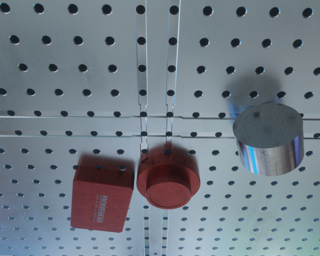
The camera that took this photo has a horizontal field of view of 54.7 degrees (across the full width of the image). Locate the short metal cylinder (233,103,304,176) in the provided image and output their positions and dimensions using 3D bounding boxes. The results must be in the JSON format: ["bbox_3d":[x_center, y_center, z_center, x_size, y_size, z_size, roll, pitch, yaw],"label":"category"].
[{"bbox_3d":[0.136,0.013,0.388,0.080,0.080,0.050,-14,129,11],"label":"short metal cylinder"}]

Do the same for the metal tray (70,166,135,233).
[{"bbox_3d":[-0.097,0.121,0.511,0.091,0.030,0.129,9,130,-8],"label":"metal tray"}]

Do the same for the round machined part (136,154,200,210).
[{"bbox_3d":[0.013,0.088,0.476,0.099,0.042,0.097,0,130,0],"label":"round machined part"}]
